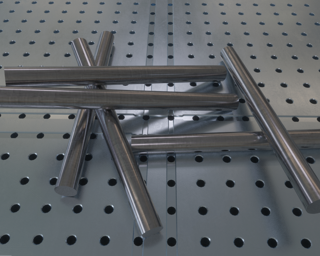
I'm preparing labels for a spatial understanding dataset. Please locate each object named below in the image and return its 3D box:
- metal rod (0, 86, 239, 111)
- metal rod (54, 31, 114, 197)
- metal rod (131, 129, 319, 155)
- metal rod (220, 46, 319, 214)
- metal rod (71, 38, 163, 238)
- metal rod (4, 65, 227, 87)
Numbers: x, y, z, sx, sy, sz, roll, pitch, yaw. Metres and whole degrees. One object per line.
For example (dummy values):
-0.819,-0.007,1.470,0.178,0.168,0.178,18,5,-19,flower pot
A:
-0.037,-0.035,0.389,0.302,0.025,0.025,-1,49,-20,metal rod
-0.099,-0.044,0.444,0.025,0.025,0.300,2,50,2,metal rod
0.116,0.017,0.394,0.302,0.025,0.025,-2,50,-2,metal rod
0.131,-0.025,0.402,0.025,0.025,0.300,-6,42,-5,metal rod
-0.065,-0.009,0.393,0.025,0.025,0.299,-18,59,-14,metal rod
-0.041,-0.071,0.418,0.302,0.025,0.025,-6,49,-25,metal rod
